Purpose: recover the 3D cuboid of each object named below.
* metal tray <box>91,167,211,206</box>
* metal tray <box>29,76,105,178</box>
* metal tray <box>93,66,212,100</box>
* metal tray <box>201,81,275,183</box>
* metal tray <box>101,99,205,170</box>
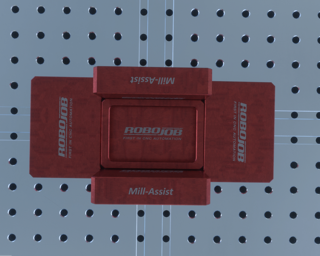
[{"bbox_3d":[-0.010,0.068,0.379,0.131,0.090,0.030,1,90,-1],"label":"metal tray"},{"bbox_3d":[-0.120,-0.001,0.409,0.091,0.030,0.129,1,90,-1],"label":"metal tray"},{"bbox_3d":[-0.008,-0.052,0.381,0.131,0.090,0.030,1,90,-1],"label":"metal tray"},{"bbox_3d":[0.102,0.005,0.410,0.091,0.030,0.129,1,90,-2],"label":"metal tray"},{"bbox_3d":[-0.009,0.008,0.408,0.131,0.030,0.089,1,90,-1],"label":"metal tray"}]
